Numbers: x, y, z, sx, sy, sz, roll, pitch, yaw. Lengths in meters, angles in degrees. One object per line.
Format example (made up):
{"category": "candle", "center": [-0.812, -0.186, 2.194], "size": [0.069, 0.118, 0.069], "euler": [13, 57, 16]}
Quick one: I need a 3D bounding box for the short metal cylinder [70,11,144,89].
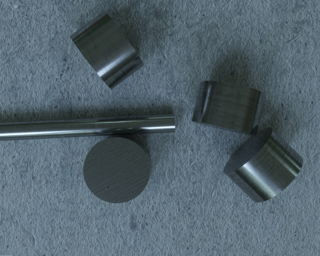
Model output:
{"category": "short metal cylinder", "center": [-0.064, -0.095, 0.382], "size": [0.050, 0.080, 0.080], "euler": [-37, 90, 0]}

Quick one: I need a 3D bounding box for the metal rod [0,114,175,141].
{"category": "metal rod", "center": [-0.132, 0.001, 0.408], "size": [0.302, 0.025, 0.025], "euler": [-3, 90, 0]}

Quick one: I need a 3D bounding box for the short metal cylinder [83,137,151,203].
{"category": "short metal cylinder", "center": [-0.052, 0.051, 0.397], "size": [0.081, 0.050, 0.079], "euler": [0, 90, 0]}

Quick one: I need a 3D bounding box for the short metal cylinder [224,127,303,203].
{"category": "short metal cylinder", "center": [0.126, 0.045, 0.383], "size": [0.050, 0.080, 0.080], "euler": [44, 90, 0]}

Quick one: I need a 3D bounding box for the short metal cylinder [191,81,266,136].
{"category": "short metal cylinder", "center": [0.084, -0.024, 0.383], "size": [0.080, 0.080, 0.050], "euler": [13, 90, 0]}
